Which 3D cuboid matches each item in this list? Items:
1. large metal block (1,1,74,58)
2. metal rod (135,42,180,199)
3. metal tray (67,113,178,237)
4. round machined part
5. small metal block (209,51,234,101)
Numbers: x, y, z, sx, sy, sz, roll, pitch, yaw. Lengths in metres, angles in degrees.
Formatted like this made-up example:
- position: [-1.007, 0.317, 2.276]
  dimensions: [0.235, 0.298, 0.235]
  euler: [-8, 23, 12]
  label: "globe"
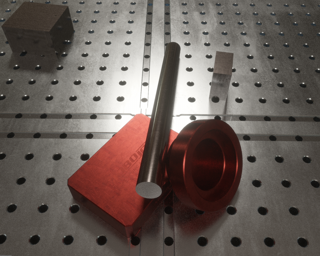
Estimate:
- position: [-0.205, -0.170, 0.532]
  dimensions: [0.080, 0.050, 0.080]
  euler: [8, 50, 6]
  label: "large metal block"
- position: [0.006, -0.037, 0.406]
  dimensions: [0.025, 0.025, 0.300]
  euler: [5, 40, 4]
  label: "metal rod"
- position: [-0.029, 0.048, 0.364]
  dimensions: [0.090, 0.030, 0.131]
  euler: [29, 55, 22]
  label: "metal tray"
- position: [0.045, 0.039, 0.341]
  dimensions: [0.042, 0.098, 0.098]
  euler: [-1, 38, 48]
  label: "round machined part"
- position: [0.090, -0.077, 0.457]
  dimensions: [0.025, 0.050, 0.050]
  euler: [9, 51, 7]
  label: "small metal block"
